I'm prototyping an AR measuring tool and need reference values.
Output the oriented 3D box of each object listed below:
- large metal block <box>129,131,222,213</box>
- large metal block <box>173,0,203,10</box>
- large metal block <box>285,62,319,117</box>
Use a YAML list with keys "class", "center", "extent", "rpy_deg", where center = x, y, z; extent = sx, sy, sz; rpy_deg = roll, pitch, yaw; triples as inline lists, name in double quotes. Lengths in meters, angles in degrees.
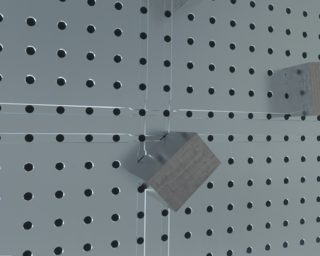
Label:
- class: "large metal block"
  center: [0.016, 0.050, 0.390]
  extent: [0.080, 0.080, 0.050]
  rpy_deg: [-44, 104, -15]
- class: "large metal block"
  center: [0.042, -0.212, 0.400]
  extent: [0.050, 0.080, 0.080]
  rpy_deg: [-28, 100, -18]
- class: "large metal block"
  center: [0.253, -0.061, 0.495]
  extent: [0.081, 0.050, 0.079]
  rpy_deg: [-5, 92, -20]
